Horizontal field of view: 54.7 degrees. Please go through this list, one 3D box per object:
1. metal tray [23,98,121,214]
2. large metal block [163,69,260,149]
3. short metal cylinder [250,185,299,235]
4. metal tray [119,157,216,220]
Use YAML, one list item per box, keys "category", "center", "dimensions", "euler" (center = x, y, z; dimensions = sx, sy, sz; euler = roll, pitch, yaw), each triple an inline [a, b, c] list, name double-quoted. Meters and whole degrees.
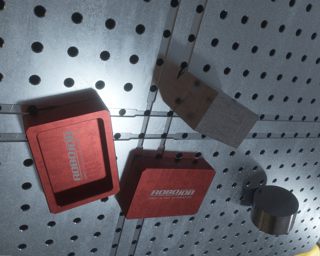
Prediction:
- category: "metal tray"
  center: [-0.101, 0.036, 0.374]
  dimensions: [0.091, 0.030, 0.129]
  euler: [-15, 125, -20]
- category: "large metal block"
  center: [0.064, -0.025, 0.395]
  dimensions: [0.080, 0.080, 0.050]
  euler: [22, 107, -36]
- category: "short metal cylinder"
  center: [0.217, 0.155, 0.590]
  dimensions: [0.081, 0.080, 0.050]
  euler: [-15, 125, -20]
- category: "metal tray"
  center: [0.013, 0.092, 0.472]
  dimensions: [0.131, 0.030, 0.089]
  euler: [6, 116, -31]
